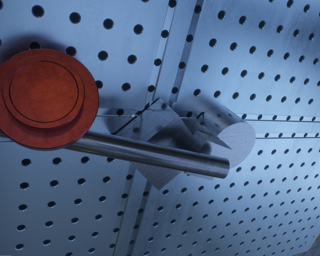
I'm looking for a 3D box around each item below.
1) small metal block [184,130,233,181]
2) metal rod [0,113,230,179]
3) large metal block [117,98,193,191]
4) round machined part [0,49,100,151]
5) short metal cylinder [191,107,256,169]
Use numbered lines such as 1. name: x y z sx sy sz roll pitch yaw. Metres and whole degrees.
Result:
1. small metal block: 0.057 0.036 0.399 0.050 0.025 0.050 20 108 -36
2. metal rod: -0.065 0.017 0.331 0.302 0.025 0.025 13 113 -16
3. large metal block: -0.001 0.022 0.407 0.080 0.050 0.080 -40 130 -2
4. round machined part: -0.107 -0.029 0.290 0.099 0.042 0.097 3 79 -17
5. short metal cylinder: 0.092 0.015 0.457 0.081 0.050 0.079 -14 125 -21
